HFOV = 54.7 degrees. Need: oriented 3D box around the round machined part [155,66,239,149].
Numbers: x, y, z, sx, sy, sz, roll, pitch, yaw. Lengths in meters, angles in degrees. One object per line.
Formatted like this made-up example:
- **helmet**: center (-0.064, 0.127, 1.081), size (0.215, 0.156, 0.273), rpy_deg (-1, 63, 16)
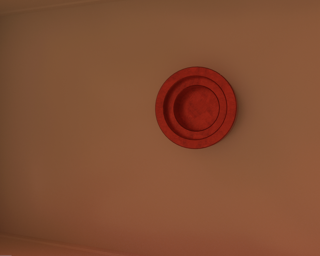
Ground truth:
- **round machined part**: center (0.047, -0.024, 0.384), size (0.098, 0.042, 0.097), rpy_deg (0, 90, 19)
